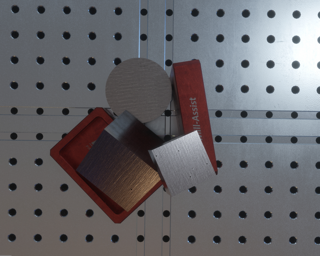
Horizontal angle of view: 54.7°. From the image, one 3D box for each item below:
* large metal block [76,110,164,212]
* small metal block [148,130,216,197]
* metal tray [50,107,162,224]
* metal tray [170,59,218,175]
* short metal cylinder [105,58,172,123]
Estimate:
[{"bbox_3d":[-0.040,0.040,0.369,0.080,0.050,0.080,40,125,-1],"label":"large metal block"},{"bbox_3d":[0.022,0.036,0.319,0.050,0.025,0.050,-24,91,-12],"label":"small metal block"},{"bbox_3d":[-0.066,0.048,0.409,0.090,0.030,0.130,-43,91,0],"label":"metal tray"},{"bbox_3d":[0.039,-0.010,0.381,0.030,0.090,0.129,-9,90,0],"label":"metal tray"},{"bbox_3d":[-0.026,-0.046,0.400,0.081,0.050,0.079,0,90,-1],"label":"short metal cylinder"}]
